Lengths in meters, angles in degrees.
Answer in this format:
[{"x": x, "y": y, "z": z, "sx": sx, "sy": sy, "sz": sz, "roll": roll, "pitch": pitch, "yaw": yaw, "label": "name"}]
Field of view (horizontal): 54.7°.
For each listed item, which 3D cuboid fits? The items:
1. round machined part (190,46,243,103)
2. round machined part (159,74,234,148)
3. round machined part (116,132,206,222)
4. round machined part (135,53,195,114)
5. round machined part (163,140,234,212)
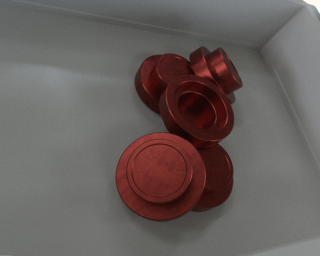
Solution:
[{"x": 0.089, "y": -0.081, "z": 0.465, "sx": 0.098, "sy": 0.042, "sz": 0.098, "roll": 44, "pitch": 29, "yaw": -32, "label": "round machined part"}, {"x": 0.043, "y": -0.018, "z": 0.400, "sx": 0.099, "sy": 0.042, "sz": 0.098, "roll": 14, "pitch": 56, "yaw": -21, "label": "round machined part"}, {"x": 0.000, "y": 0.050, "z": 0.337, "sx": 0.099, "sy": 0.042, "sz": 0.098, "roll": -1, "pitch": 69, "yaw": 3, "label": "round machined part"}, {"x": 0.017, "y": -0.068, "z": 0.444, "sx": 0.099, "sy": 0.042, "sz": 0.098, "roll": 14, "pitch": 56, "yaw": -21, "label": "round machined part"}, {"x": 0.053, "y": 0.052, "z": 0.391, "sx": 0.099, "sy": 0.042, "sz": 0.098, "roll": 14, "pitch": 56, "yaw": -21, "label": "round machined part"}]
